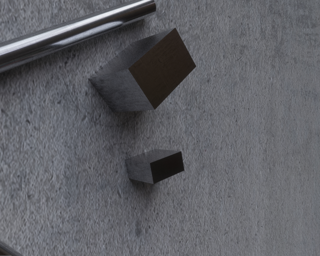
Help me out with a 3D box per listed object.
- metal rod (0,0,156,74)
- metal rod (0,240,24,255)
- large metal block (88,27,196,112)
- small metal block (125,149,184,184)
[{"bbox_3d":[-0.116,-0.085,0.308,0.302,0.025,0.025,-35,112,-35],"label":"metal rod"},{"bbox_3d":[-0.210,0.037,0.228,0.300,0.025,0.025,52,59,-28],"label":"metal rod"},{"bbox_3d":[-0.020,-0.063,0.353,0.080,0.080,0.050,-48,119,-29],"label":"large metal block"},{"bbox_3d":[-0.007,0.046,0.385,0.050,0.050,0.025,-17,101,-39],"label":"small metal block"}]
